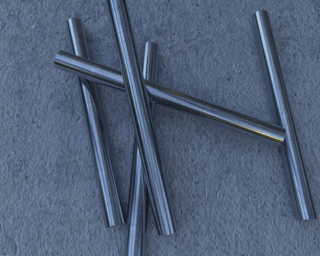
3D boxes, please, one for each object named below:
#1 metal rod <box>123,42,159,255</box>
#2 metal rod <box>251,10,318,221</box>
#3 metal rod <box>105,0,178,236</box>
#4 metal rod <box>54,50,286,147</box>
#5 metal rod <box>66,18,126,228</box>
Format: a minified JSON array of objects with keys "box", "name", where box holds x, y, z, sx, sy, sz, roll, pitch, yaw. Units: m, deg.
[{"box":[-0.022,0.022,0.399,0.025,0.025,0.299,3,70,1],"name":"metal rod"},{"box":[0.163,-0.031,0.420,0.025,0.025,0.299,-4,70,-2],"name":"metal rod"},{"box":[-0.024,-0.023,0.371,0.025,0.025,0.298,-13,88,-5],"name":"metal rod"},{"box":[0.010,-0.039,0.396,0.301,0.025,0.025,20,71,3],"name":"metal rod"},{"box":[-0.090,-0.021,0.414,0.025,0.025,0.299,-14,71,-5],"name":"metal rod"}]
